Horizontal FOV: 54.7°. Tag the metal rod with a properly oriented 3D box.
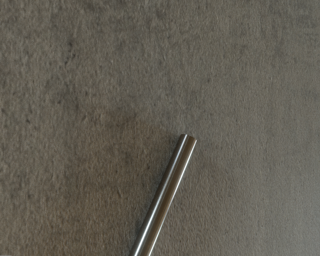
[{"bbox_3d":[-0.018,0.143,0.391,0.025,0.025,0.300,38,67,-34],"label":"metal rod"}]
